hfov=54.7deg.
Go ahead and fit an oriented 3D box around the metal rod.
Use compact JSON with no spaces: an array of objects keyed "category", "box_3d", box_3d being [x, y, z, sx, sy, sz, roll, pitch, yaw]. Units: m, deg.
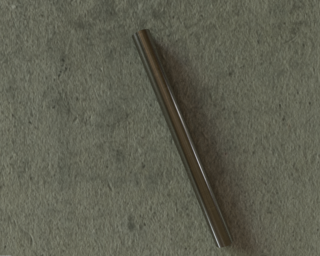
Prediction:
[{"category":"metal rod","box_3d":[0.030,0.014,0.410,0.025,0.025,0.299,-22,90,0]}]
